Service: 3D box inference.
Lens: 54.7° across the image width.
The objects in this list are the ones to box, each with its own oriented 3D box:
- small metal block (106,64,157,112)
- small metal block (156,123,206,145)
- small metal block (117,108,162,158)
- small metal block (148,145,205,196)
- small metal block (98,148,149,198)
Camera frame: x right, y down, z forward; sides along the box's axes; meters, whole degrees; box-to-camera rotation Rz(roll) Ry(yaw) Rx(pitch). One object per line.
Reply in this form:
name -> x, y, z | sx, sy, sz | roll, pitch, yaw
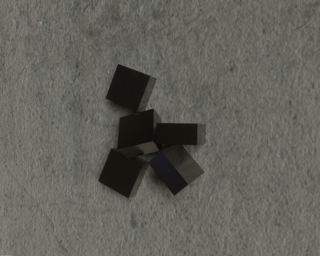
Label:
small metal block -> -0.039, -0.054, 0.422 | 0.050, 0.025, 0.050 | 23, 98, 18
small metal block -> 0.027, 0.007, 0.385 | 0.050, 0.050, 0.025 | 1, 90, 19
small metal block -> -0.026, 0.007, 0.405 | 0.050, 0.025, 0.050 | -14, 54, 19
small metal block -> 0.021, 0.049, 0.385 | 0.050, 0.050, 0.025 | 51, 119, 12
small metal block -> -0.049, 0.060, 0.425 | 0.050, 0.025, 0.050 | 25, 98, 18
